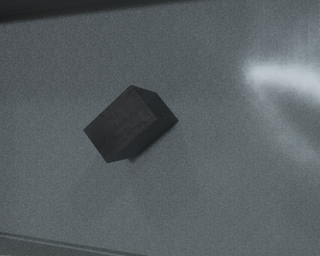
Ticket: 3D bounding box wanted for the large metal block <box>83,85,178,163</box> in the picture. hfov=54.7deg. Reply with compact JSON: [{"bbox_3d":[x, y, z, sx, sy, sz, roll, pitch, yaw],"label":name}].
[{"bbox_3d":[-0.033,-0.004,0.389,0.080,0.080,0.050,-41,77,15],"label":"large metal block"}]
